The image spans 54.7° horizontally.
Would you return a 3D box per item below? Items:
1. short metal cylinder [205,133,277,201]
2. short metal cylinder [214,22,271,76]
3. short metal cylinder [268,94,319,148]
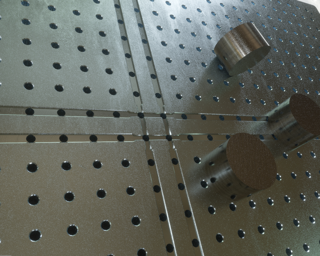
[{"bbox_3d":[0.109,0.053,0.421,0.081,0.050,0.080,14,56,-21],"label":"short metal cylinder"},{"bbox_3d":[0.141,-0.134,0.533,0.081,0.080,0.050,-18,72,-35],"label":"short metal cylinder"},{"bbox_3d":[0.234,-0.012,0.528,0.081,0.050,0.080,14,56,-21],"label":"short metal cylinder"}]
